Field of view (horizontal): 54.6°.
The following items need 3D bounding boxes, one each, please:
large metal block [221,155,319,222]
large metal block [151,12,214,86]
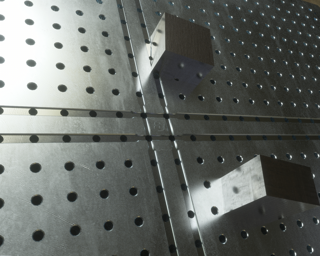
[{"bbox_3d":[0.137,0.080,0.397,0.081,0.080,0.050,14,56,-20],"label":"large metal block"},{"bbox_3d":[0.034,-0.122,0.484,0.081,0.050,0.080,13,56,-21],"label":"large metal block"}]
